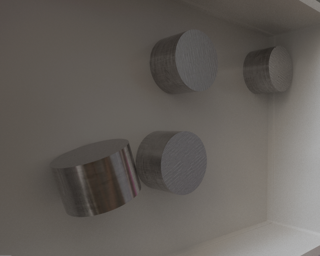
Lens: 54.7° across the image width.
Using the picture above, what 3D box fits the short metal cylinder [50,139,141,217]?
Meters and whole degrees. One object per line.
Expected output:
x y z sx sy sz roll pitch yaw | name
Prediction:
-0.065 0.048 0.318 0.081 0.080 0.050 -24 105 -38 | short metal cylinder

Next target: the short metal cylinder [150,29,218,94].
0.033 -0.088 0.420 0.081 0.050 0.079 0 90 -40 | short metal cylinder

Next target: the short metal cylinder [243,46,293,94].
0.194 -0.103 0.557 0.081 0.050 0.079 0 90 -40 | short metal cylinder

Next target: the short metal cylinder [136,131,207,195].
0.016 0.044 0.406 0.081 0.050 0.079 0 90 -40 | short metal cylinder
